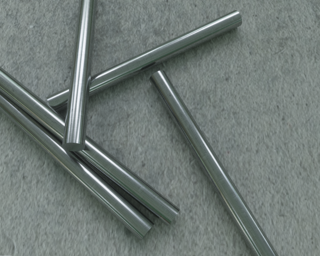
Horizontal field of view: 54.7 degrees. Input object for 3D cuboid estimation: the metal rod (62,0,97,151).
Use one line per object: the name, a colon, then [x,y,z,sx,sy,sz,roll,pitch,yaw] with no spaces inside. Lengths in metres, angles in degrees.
metal rod: [-0.105,-0.110,0.426,0.025,0.025,0.299,-2,62,-1]

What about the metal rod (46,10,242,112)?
metal rod: [-0.015,-0.099,0.443,0.302,0.025,0.025,-27,73,-10]

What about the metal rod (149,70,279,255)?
metal rod: [0.067,0.051,0.390,0.025,0.025,0.299,-27,72,-10]

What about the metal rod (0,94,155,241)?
metal rod: [-0.128,0.030,0.395,0.300,0.025,0.025,39,74,12]

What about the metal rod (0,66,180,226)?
metal rod: [-0.102,0.017,0.389,0.300,0.025,0.025,37,74,8]
